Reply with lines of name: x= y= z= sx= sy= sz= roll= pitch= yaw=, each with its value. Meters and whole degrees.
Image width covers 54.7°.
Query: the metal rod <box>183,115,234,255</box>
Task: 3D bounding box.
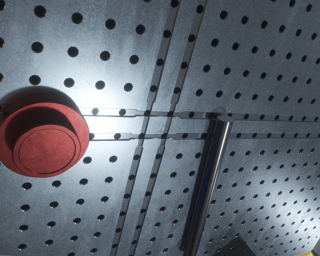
metal rod: x=0.076 y=0.116 z=0.524 sx=0.025 sy=0.025 sz=0.298 roll=-6 pitch=121 yaw=-26

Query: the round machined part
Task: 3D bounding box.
round machined part: x=-0.126 y=0.016 z=0.341 sx=0.099 sy=0.042 sz=0.097 roll=-14 pitch=124 yaw=-21

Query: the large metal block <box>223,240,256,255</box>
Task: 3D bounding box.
large metal block: x=0.177 y=0.308 z=0.682 sx=0.080 sy=0.050 sz=0.080 roll=-35 pitch=129 yaw=-6
